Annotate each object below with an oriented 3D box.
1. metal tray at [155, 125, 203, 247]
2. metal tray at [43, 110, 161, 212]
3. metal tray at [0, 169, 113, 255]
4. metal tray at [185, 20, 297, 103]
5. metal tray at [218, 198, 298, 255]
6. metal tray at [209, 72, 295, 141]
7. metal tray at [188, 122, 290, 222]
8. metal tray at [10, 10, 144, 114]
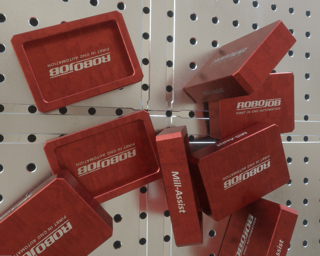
[{"bbox_3d":[0.027,0.066,0.386,0.030,0.090,0.129,-10,94,9],"label":"metal tray"},{"bbox_3d":[-0.065,0.039,0.385,0.131,0.030,0.090,-20,97,-19],"label":"metal tray"},{"bbox_3d":[-0.129,0.120,0.344,0.130,0.030,0.090,-38,105,-1],"label":"metal tray"},{"bbox_3d":[0.094,-0.077,0.391,0.030,0.130,0.090,45,76,-15],"label":"metal tray"},{"bbox_3d":[0.127,0.161,0.424,0.030,0.090,0.130,23,82,-20],"label":"metal tray"},{"bbox_3d":[0.135,-0.032,0.453,0.131,0.030,0.089,-7,99,-21],"label":"metal tray"},{"bbox_3d":[0.109,0.056,0.420,0.131,0.030,0.090,-22,105,-18],"label":"metal tray"},{"bbox_3d":[-0.096,-0.080,0.374,0.131,0.030,0.090,-22,97,-19],"label":"metal tray"}]
